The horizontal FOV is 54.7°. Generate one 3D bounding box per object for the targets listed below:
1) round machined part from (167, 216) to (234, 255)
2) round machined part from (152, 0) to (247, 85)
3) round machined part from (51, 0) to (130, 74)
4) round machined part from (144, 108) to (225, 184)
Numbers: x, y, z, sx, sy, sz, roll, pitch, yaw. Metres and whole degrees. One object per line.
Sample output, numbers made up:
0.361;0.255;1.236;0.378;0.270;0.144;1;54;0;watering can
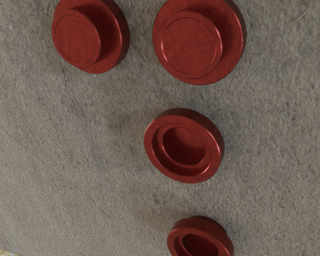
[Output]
0.063;0.173;0.468;0.098;0.042;0.097;13;124;20;round machined part
0.036;-0.089;0.321;0.098;0.042;0.097;13;124;20;round machined part
-0.089;-0.111;0.373;0.098;0.042;0.097;13;124;20;round machined part
0.033;0.018;0.389;0.098;0.042;0.097;13;124;20;round machined part
